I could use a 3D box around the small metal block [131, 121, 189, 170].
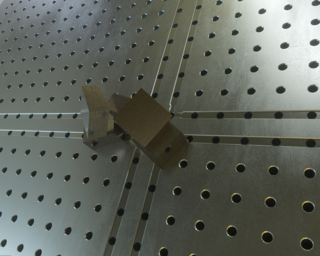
[{"bbox_3d":[0.000,0.016,0.398,0.050,0.025,0.050,-46,51,-4],"label":"small metal block"}]

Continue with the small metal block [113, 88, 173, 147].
[{"bbox_3d":[-0.022,-0.012,0.376,0.050,0.025,0.050,42,83,-6],"label":"small metal block"}]

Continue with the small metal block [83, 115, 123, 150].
[{"bbox_3d":[-0.082,-0.001,0.451,0.050,0.025,0.050,-18,55,17],"label":"small metal block"}]

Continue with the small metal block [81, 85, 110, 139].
[{"bbox_3d":[-0.088,-0.022,0.414,0.025,0.050,0.050,-7,49,-22],"label":"small metal block"}]

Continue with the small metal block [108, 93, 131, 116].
[{"bbox_3d":[-0.039,-0.019,0.423,0.050,0.050,0.025,20,73,35],"label":"small metal block"}]
